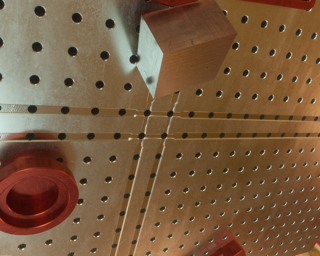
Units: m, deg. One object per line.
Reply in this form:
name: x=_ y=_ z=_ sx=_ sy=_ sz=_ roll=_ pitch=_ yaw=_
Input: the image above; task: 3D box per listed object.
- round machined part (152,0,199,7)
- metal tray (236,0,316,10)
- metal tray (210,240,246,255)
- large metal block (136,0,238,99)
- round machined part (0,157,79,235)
round machined part: x=0.011 y=-0.172 z=0.300 sx=0.099 sy=0.042 sz=0.097 roll=-14 pitch=124 yaw=-21
metal tray: x=0.140 y=-0.194 z=0.364 sx=0.131 sy=0.030 sz=0.089 roll=-5 pitch=121 yaw=-26
metal tray: x=0.126 y=0.308 z=0.667 sx=0.131 sy=0.030 sz=0.090 roll=-31 pitch=129 yaw=-8
large metal block: x=0.024 y=-0.083 z=0.334 sx=0.081 sy=0.050 sz=0.080 roll=-20 pitch=159 yaw=-17
round machined part: x=-0.150 y=0.075 z=0.365 sx=0.099 sy=0.042 sz=0.097 roll=-14 pitch=124 yaw=-21
